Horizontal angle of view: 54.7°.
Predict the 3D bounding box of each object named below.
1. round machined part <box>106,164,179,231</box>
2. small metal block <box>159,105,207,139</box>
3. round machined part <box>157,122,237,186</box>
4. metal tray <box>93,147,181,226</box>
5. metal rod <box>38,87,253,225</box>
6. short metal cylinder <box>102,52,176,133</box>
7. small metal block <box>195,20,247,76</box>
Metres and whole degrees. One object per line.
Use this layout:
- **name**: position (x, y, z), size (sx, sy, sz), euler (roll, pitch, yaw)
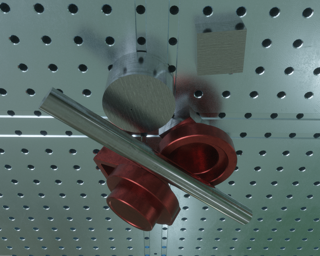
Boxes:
- **round machined part**: position (-0.029, 0.094, 0.394), size (0.098, 0.042, 0.097), euler (24, 146, 18)
- **small metal block**: position (0.034, 0.004, 0.415), size (0.050, 0.025, 0.050), euler (-32, 123, 24)
- **round machined part**: position (0.045, 0.032, 0.395), size (0.099, 0.042, 0.097), euler (-1, 130, 0)
- **metal tray**: position (-0.031, 0.083, 0.450), size (0.090, 0.030, 0.130), euler (10, 139, 35)
- **metal rod**: position (0.003, 0.046, 0.362), size (0.301, 0.025, 0.025), euler (33, 123, -25)
- **short metal cylinder**: position (-0.023, -0.041, 0.360), size (0.081, 0.050, 0.079), euler (0, 130, 0)
- **small metal block**: position (0.065, -0.087, 0.338), size (0.050, 0.025, 0.050), euler (-4, 130, 3)
